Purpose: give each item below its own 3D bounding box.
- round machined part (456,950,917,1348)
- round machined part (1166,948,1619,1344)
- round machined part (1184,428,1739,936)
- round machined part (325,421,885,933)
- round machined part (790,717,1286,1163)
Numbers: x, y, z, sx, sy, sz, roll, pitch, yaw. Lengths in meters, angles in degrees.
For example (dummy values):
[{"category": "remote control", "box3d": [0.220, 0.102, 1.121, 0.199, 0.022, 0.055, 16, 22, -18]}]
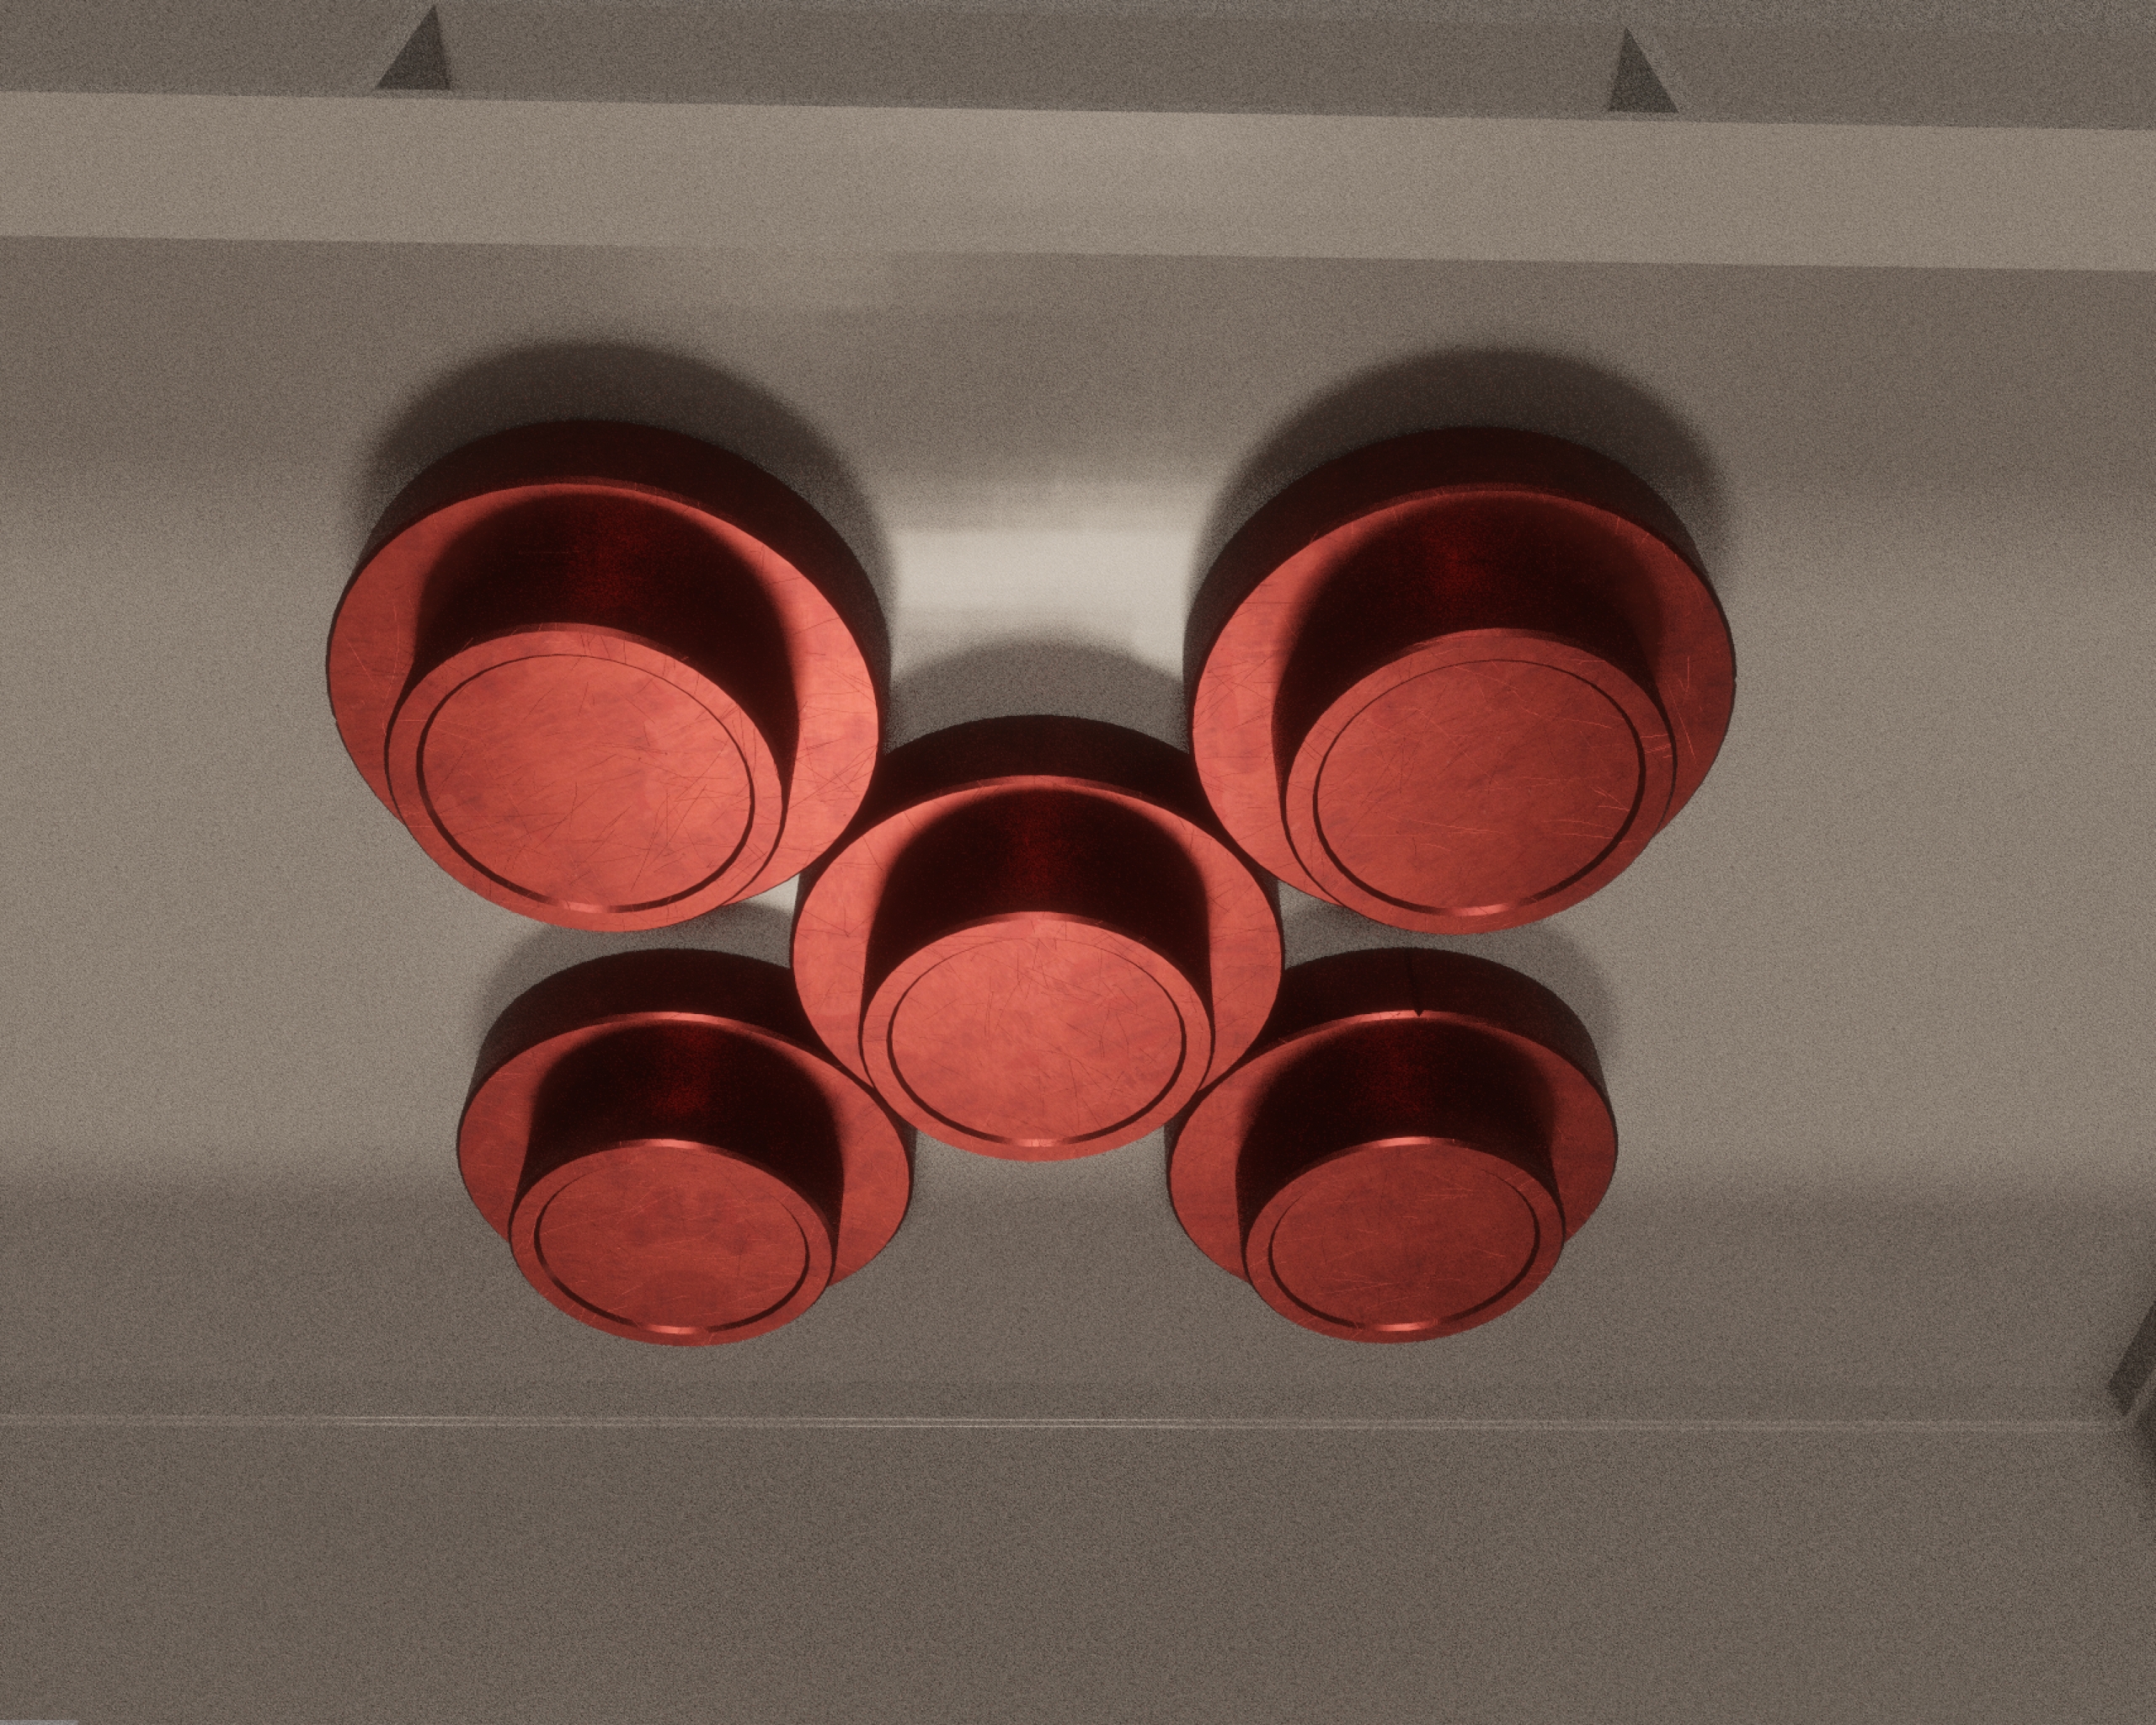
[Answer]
[{"category": "round machined part", "box3d": [-0.085, 0.068, 0.453, 0.099, 0.042, 0.097, -1, 130, 0]}, {"category": "round machined part", "box3d": [0.069, 0.068, 0.455, 0.099, 0.042, 0.097, -1, 130, 0]}, {"category": "round machined part", "box3d": [0.069, -0.025, 0.376, 0.099, 0.042, 0.097, -1, 130, 0]}, {"category": "round machined part", "box3d": [-0.084, -0.026, 0.373, 0.099, 0.042, 0.097, -1, 130, 0]}, {"category": "round machined part", "box3d": [-0.008, 0.022, 0.414, 0.099, 0.042, 0.097, -1, 130, 0]}]
